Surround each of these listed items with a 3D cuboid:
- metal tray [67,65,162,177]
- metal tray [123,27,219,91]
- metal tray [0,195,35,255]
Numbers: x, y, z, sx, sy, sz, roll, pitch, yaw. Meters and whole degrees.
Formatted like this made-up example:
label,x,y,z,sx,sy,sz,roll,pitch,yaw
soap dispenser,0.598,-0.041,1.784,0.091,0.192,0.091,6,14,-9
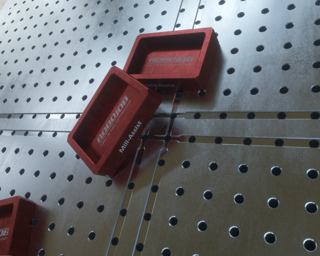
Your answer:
label,x,y,z,sx,sy,sz,roll,pitch,yaw
metal tray,-0.066,-0.010,0.425,0.090,0.030,0.130,39,98,38
metal tray,0.013,-0.100,0.460,0.130,0.030,0.090,5,64,30
metal tray,-0.245,0.155,0.440,0.130,0.030,0.090,-16,55,19
